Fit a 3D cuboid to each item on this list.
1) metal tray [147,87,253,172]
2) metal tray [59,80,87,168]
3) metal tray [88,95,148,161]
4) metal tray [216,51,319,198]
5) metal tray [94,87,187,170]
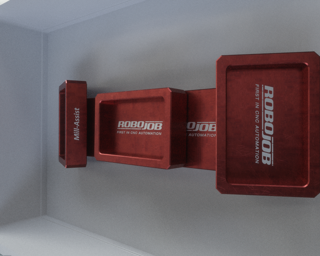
[{"bbox_3d":[0.042,0.001,0.367,0.130,0.030,0.089,0,90,40],"label":"metal tray"},{"bbox_3d":[-0.141,-0.006,0.495,0.090,0.030,0.129,-179,89,-65],"label":"metal tray"},{"bbox_3d":[-0.057,-0.001,0.450,0.130,0.030,0.089,0,90,40],"label":"metal tray"},{"bbox_3d":[0.099,-0.003,0.294,0.090,0.030,0.129,0,90,11],"label":"metal tray"},{"bbox_3d":[-0.029,0.000,0.386,0.130,0.030,0.089,1,90,40],"label":"metal tray"}]
